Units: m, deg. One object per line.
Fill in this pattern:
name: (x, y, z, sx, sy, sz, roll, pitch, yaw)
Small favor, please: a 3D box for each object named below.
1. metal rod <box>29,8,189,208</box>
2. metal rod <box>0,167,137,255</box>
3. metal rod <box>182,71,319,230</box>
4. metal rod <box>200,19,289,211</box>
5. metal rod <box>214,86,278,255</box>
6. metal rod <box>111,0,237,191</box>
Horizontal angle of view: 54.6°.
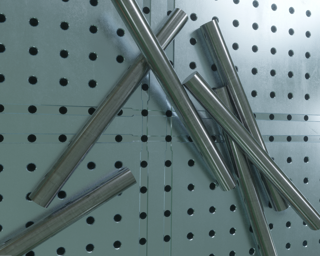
metal rod: (-0.057, -0.034, 0.391, 0.025, 0.025, 0.300, 39, 78, -16)
metal rod: (-0.160, 0.134, 0.353, 0.302, 0.025, 0.025, -31, 100, -17)
metal rod: (0.138, 0.040, 0.435, 0.300, 0.025, 0.025, 46, 76, -14)
metal rod: (0.128, -0.013, 0.459, 0.025, 0.025, 0.299, -27, 99, -18)
metal rod: (0.129, 0.085, 0.459, 0.025, 0.025, 0.299, -21, 97, -19)
metal rod: (0.025, -0.038, 0.402, 0.025, 0.025, 0.299, -37, 109, -16)
